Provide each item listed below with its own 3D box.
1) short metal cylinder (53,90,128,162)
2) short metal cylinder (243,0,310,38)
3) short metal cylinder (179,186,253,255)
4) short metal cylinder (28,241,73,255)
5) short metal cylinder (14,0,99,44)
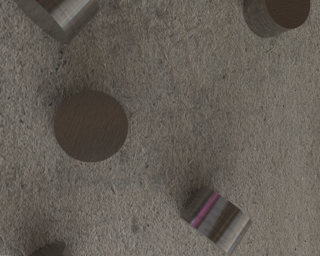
[{"bbox_3d":[-0.083,-0.002,0.365,0.081,0.050,0.080,0,90,-20],"label":"short metal cylinder"},{"bbox_3d":[0.172,-0.180,0.458,0.081,0.050,0.080,0,90,-20],"label":"short metal cylinder"},{"bbox_3d":[0.072,0.121,0.406,0.080,0.080,0.050,42,77,-16],"label":"short metal cylinder"},{"bbox_3d":[-0.125,0.170,0.334,0.080,0.080,0.050,-32,101,-17],"label":"short metal cylinder"},{"bbox_3d":[-0.115,-0.138,0.337,0.080,0.080,0.050,41,77,-16],"label":"short metal cylinder"}]
